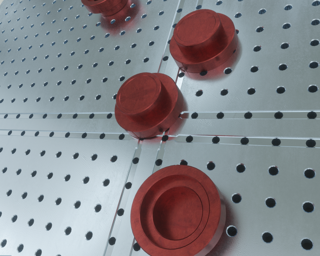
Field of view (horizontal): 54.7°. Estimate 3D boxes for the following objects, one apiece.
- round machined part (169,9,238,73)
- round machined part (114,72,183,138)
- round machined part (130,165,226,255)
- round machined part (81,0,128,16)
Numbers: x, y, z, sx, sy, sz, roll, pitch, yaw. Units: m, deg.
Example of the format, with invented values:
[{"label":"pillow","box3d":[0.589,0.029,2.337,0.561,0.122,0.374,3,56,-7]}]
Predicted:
[{"label":"round machined part","box3d":[0.058,-0.131,0.446,0.098,0.042,0.098,-13,56,20]},{"label":"round machined part","box3d":[-0.021,-0.038,0.431,0.098,0.042,0.098,-13,56,20]},{"label":"round machined part","box3d":[0.022,0.092,0.329,0.098,0.042,0.098,-13,56,20]},{"label":"round machined part","box3d":[-0.102,-0.260,0.608,0.098,0.042,0.098,-13,56,20]}]
